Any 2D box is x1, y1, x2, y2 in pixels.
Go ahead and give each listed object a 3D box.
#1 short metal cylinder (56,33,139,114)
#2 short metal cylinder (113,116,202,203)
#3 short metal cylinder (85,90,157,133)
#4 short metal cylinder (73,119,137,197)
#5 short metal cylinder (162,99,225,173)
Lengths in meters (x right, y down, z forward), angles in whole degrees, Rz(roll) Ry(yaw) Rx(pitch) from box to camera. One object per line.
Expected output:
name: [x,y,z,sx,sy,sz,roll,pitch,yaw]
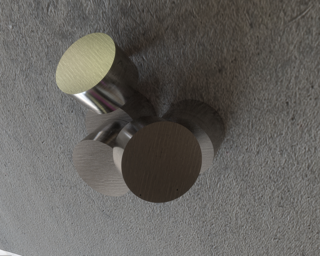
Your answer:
short metal cylinder: [-0.073,-0.063,0.362,0.080,0.080,0.050,0,157,28]
short metal cylinder: [-0.004,0.030,0.318,0.080,0.080,0.050,61,169,-16]
short metal cylinder: [-0.051,-0.007,0.412,0.080,0.050,0.079,13,124,20]
short metal cylinder: [-0.058,0.036,0.378,0.080,0.050,0.079,13,124,20]
short metal cylinder: [0.034,0.011,0.379,0.080,0.050,0.079,13,124,20]
